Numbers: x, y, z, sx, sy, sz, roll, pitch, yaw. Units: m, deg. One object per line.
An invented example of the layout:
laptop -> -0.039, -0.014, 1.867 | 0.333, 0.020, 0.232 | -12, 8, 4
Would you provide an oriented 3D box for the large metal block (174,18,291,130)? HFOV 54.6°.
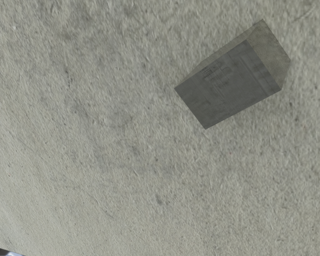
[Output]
large metal block -> 0.072, -0.053, 0.301 | 0.080, 0.080, 0.050 | -31, 101, 38
